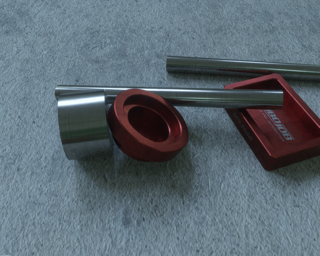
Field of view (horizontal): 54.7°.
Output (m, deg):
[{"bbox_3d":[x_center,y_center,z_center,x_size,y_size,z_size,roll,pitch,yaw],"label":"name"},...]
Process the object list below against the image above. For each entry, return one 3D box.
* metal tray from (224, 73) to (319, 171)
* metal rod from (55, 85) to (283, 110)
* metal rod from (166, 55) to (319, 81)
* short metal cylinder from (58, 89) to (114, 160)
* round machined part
[{"bbox_3d":[0.150,-0.014,0.412,0.091,0.030,0.130,-15,52,-12],"label":"metal tray"},{"bbox_3d":[0.003,-0.042,0.414,0.301,0.025,0.025,3,50,12],"label":"metal rod"},{"bbox_3d":[0.161,-0.090,0.480,0.302,0.025,0.025,4,50,3],"label":"metal rod"},{"bbox_3d":[-0.086,-0.004,0.370,0.050,0.080,0.080,-7,51,-6],"label":"short metal cylinder"},{"bbox_3d":[-0.018,0.001,0.373,0.099,0.042,0.098,23,39,-19],"label":"round machined part"}]
